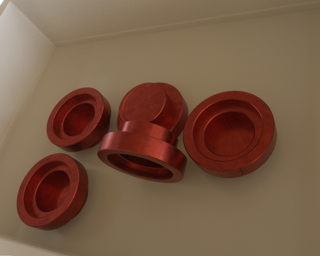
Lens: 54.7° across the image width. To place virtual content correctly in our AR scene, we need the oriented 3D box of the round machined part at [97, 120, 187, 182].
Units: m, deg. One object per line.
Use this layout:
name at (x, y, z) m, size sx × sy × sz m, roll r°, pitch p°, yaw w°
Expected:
round machined part at (-0.017, 0.025, 0.351) m, size 0.098 × 0.098 × 0.042 m, roll 2°, pitch 63°, yaw 29°

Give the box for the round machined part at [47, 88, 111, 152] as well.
round machined part at (-0.114, -0.008, 0.457) m, size 0.098 × 0.042 × 0.098 m, roll -13°, pitch 56°, yaw 20°

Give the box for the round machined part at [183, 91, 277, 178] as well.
round machined part at (0.079, 0.010, 0.346) m, size 0.098 × 0.042 × 0.098 m, roll -13°, pitch 56°, yaw 20°

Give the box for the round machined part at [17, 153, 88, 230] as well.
round machined part at (-0.136, 0.086, 0.411) m, size 0.098 × 0.042 × 0.098 m, roll -13°, pitch 56°, yaw 20°

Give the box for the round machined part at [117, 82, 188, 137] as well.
round machined part at (-0.016, -0.022, 0.415) m, size 0.098 × 0.042 × 0.098 m, roll -13°, pitch 56°, yaw 20°
